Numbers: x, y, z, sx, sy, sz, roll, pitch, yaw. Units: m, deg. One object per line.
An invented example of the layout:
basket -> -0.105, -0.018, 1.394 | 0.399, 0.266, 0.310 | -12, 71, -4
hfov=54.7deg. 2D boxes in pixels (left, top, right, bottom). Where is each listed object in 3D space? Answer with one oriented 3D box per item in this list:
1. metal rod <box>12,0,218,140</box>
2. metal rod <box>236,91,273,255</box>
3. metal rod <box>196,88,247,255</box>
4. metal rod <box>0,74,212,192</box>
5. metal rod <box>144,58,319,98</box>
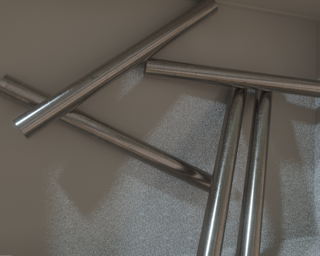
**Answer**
metal rod -> -0.037, -0.085, 0.380 | 0.301, 0.025, 0.025 | -39, 103, -22
metal rod -> 0.122, 0.054, 0.394 | 0.025, 0.025, 0.300 | 28, 57, -18
metal rod -> 0.076, 0.062, 0.375 | 0.025, 0.025, 0.300 | 30, 56, -18
metal rod -> -0.049, 0.017, 0.392 | 0.301, 0.025, 0.025 | 27, 81, -18
metal rod -> 0.129, -0.066, 0.432 | 0.302, 0.025, 0.025 | 5, 88, -11
